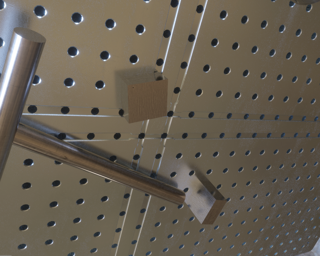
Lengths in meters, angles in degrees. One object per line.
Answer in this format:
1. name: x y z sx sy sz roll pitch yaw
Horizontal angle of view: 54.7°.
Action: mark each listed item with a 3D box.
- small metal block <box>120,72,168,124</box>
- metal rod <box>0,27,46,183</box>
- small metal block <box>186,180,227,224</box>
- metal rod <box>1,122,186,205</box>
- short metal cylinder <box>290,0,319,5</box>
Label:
1. small metal block: -0.019 -0.037 0.378 0.050 0.025 0.050 -12 124 -22
2. metal rod: -0.173 0.041 0.315 0.025 0.025 0.298 12 121 -33
3. small metal block: 0.076 0.123 0.513 0.025 0.050 0.050 13 112 -34
4. metal rod: -0.072 0.053 0.404 0.301 0.025 0.025 30 102 -38
5. short metal cylinder: 0.166 -0.188 0.349 0.050 0.080 0.080 15 111 -34
